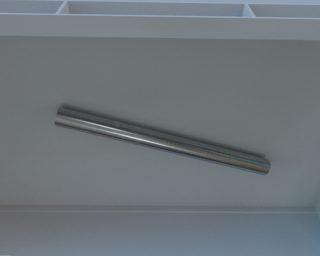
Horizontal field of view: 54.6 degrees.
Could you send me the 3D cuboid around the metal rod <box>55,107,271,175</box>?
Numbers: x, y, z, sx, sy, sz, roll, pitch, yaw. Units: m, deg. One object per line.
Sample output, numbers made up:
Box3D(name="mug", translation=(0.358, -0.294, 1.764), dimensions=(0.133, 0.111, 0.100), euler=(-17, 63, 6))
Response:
Box3D(name="metal rod", translation=(0.013, 0.021, 0.425), dimensions=(0.302, 0.025, 0.025), euler=(14, 129, -12))
